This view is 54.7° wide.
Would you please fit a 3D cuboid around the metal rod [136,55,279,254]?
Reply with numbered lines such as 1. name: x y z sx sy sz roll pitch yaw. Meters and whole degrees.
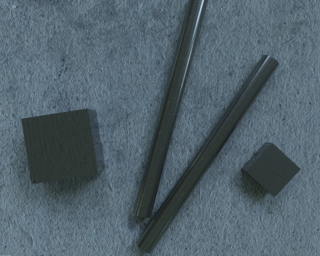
1. metal rod: 0.063 0.034 0.410 0.025 0.025 0.299 34 90 -1

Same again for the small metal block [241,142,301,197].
1. small metal block: 0.147 0.054 0.412 0.050 0.025 0.050 43 90 -1

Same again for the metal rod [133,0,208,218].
1. metal rod: 0.014 -0.030 0.410 0.025 0.025 0.298 15 90 -1

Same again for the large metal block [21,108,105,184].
1. large metal block: -0.120 0.022 0.396 0.081 0.050 0.080 -9 90 -1
